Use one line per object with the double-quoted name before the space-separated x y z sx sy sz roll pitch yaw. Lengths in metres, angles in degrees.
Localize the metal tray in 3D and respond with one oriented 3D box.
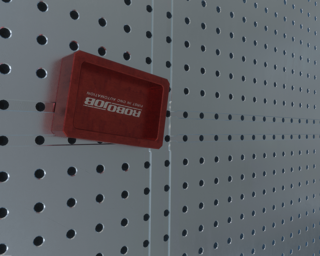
"metal tray" -0.051 -0.027 0.362 0.131 0.030 0.090 11 83 -39
